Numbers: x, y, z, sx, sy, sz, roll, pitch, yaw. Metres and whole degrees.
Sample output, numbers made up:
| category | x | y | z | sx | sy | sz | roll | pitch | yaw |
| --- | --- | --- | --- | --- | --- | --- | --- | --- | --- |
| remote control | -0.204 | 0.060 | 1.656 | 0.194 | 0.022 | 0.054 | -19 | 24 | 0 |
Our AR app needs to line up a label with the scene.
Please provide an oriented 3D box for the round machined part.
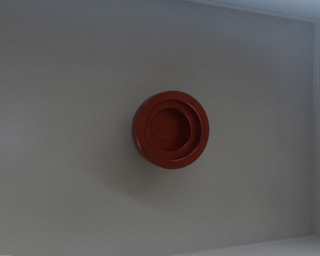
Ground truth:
| category | x | y | z | sx | sy | sz | roll | pitch | yaw |
| --- | --- | --- | --- | --- | --- | --- | --- | --- | --- |
| round machined part | 0.011 | 0.002 | 0.403 | 0.099 | 0.042 | 0.097 | 0 | 90 | -21 |
